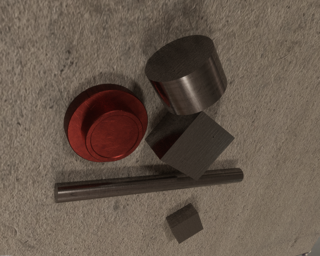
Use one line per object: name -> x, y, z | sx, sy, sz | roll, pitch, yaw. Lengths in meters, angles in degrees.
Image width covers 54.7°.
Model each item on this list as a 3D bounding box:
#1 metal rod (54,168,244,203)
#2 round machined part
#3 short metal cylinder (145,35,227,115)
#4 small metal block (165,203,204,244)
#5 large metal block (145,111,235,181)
metal rod -> 0.003, 0.081, 0.460 | 0.303, 0.025, 0.025 | 0, 119, -29
round machined part -> -0.059, 0.001, 0.365 | 0.099, 0.042, 0.097 | -14, 125, -21
short metal cylinder -> 0.030, -0.061, 0.352 | 0.080, 0.080, 0.050 | -36, 129, -5
small metal block -> 0.043, 0.165, 0.535 | 0.050, 0.025, 0.050 | -28, 128, -11
large metal block -> 0.041, 0.015, 0.424 | 0.080, 0.050, 0.080 | 34, 99, -39
